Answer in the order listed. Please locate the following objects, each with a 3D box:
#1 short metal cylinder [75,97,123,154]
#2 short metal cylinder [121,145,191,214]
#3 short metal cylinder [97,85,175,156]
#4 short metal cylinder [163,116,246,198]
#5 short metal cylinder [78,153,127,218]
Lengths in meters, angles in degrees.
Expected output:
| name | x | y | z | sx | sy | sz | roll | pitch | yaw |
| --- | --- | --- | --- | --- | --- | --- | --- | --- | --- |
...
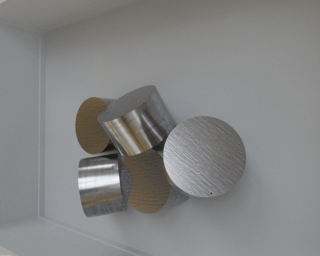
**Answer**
| name | x | y | z | sx | sy | sz | roll | pitch | yaw |
| --- | --- | --- | --- | --- | --- | --- | --- | --- | --- |
| short metal cylinder | -0.077 | -0.003 | 0.448 | 0.080 | 0.050 | 0.079 | 0 | 90 | 39 |
| short metal cylinder | -0.003 | 0.062 | 0.389 | 0.080 | 0.050 | 0.079 | 0 | 90 | 39 |
| short metal cylinder | -0.029 | -0.010 | 0.381 | 0.080 | 0.080 | 0.050 | -10 | 119 | 39 |
| short metal cylinder | 0.043 | 0.032 | 0.325 | 0.081 | 0.050 | 0.080 | 0 | 76 | -1 |
| short metal cylinder | -0.076 | 0.077 | 0.420 | 0.050 | 0.080 | 0.080 | -8 | 83 | -3 |
